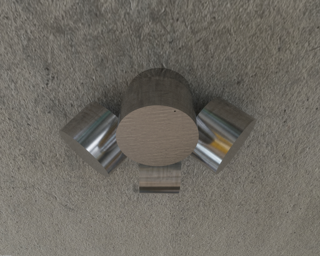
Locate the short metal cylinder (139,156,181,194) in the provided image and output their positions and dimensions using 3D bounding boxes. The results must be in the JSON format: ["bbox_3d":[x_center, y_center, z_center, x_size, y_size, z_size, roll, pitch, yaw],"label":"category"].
[{"bbox_3d":[-0.001,0.047,0.411,0.050,0.080,0.079,1,130,-2],"label":"short metal cylinder"}]

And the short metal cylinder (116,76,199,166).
[{"bbox_3d":[-0.003,-0.006,0.321,0.081,0.050,0.079,0,130,0],"label":"short metal cylinder"}]

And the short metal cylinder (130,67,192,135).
[{"bbox_3d":[0.000,-0.025,0.371,0.081,0.050,0.079,0,130,0],"label":"short metal cylinder"}]

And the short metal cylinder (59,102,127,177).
[{"bbox_3d":[-0.075,0.015,0.377,0.080,0.050,0.080,35,158,17],"label":"short metal cylinder"}]

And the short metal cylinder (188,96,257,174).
[{"bbox_3d":[0.071,0.009,0.374,0.050,0.081,0.079,37,131,20],"label":"short metal cylinder"}]
